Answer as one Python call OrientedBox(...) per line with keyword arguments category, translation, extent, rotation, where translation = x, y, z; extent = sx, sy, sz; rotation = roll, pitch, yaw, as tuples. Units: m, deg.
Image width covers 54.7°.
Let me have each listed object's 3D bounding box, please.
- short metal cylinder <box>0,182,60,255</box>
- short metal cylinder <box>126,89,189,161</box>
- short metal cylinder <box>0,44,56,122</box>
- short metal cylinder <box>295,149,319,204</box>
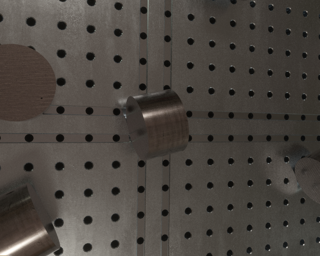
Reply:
OrientedBox(category="short metal cylinder", translation=(-0.148, 0.105, 0.329), extent=(0.050, 0.080, 0.080), rotation=(-27, 99, -18))
OrientedBox(category="short metal cylinder", translation=(-0.005, -0.004, 0.382), extent=(0.050, 0.080, 0.079), rotation=(-13, 95, -20))
OrientedBox(category="short metal cylinder", translation=(-0.158, -0.047, 0.341), extent=(0.081, 0.050, 0.079), rotation=(0, 90, -21))
OrientedBox(category="short metal cylinder", translation=(0.261, 0.073, 0.482), extent=(0.050, 0.080, 0.080), rotation=(-23, 98, -19))
